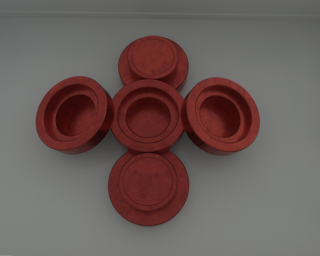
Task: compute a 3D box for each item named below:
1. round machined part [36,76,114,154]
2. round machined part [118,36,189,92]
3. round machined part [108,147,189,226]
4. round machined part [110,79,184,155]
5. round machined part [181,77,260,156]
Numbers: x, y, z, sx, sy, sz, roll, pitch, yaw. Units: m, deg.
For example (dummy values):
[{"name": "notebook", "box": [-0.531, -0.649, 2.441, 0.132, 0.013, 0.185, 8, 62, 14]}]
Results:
[{"name": "round machined part", "box": [-0.103, -0.013, 0.394, 0.098, 0.042, 0.098, -6, 69, 16]}, {"name": "round machined part", "box": [-0.009, -0.088, 0.431, 0.099, 0.042, 0.098, 0, 70, 0]}, {"name": "round machined part", "box": [-0.014, 0.067, 0.374, 0.099, 0.042, 0.098, 0, 70, 0]}, {"name": "round machined part", "box": [-0.015, -0.011, 0.402, 0.099, 0.042, 0.098, 0, 70, 0]}, {"name": "round machined part", "box": [0.072, -0.011, 0.394, 0.099, 0.042, 0.098, 6, 69, -16]}]
